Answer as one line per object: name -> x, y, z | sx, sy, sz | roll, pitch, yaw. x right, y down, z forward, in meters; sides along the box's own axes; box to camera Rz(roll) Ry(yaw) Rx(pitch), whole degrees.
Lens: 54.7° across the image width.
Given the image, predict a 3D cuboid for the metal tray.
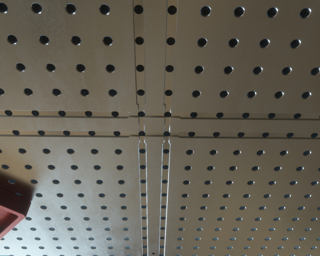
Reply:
metal tray -> -0.295, 0.148, 0.530 | 0.090, 0.030, 0.130 | 35, 122, -27
